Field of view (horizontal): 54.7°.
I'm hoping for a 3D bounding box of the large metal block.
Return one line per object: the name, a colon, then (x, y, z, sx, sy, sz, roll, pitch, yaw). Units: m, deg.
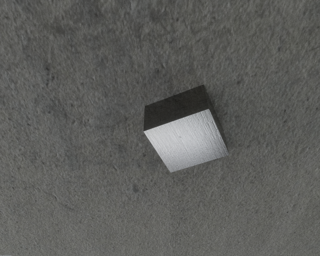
large metal block: (0.034, 0.003, 0.394, 0.080, 0.050, 0.080, -19, 128, 15)
